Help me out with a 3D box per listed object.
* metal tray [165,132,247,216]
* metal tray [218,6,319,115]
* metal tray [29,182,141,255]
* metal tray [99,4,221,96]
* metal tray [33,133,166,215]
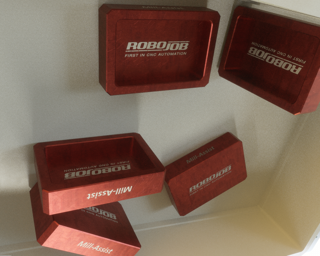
[{"bbox_3d":[0.072,0.073,0.490,0.131,0.030,0.090,-28,128,-11],"label":"metal tray"},{"bbox_3d":[0.131,-0.082,0.359,0.030,0.130,0.089,-8,122,-33],"label":"metal tray"},{"bbox_3d":[-0.092,0.115,0.387,0.130,0.090,0.030,34,99,-39],"label":"metal tray"},{"bbox_3d":[-0.001,-0.088,0.349,0.131,0.030,0.089,-8,122,-24],"label":"metal tray"},{"bbox_3d":[-0.070,0.046,0.356,0.131,0.090,0.030,-6,121,-26],"label":"metal tray"}]
